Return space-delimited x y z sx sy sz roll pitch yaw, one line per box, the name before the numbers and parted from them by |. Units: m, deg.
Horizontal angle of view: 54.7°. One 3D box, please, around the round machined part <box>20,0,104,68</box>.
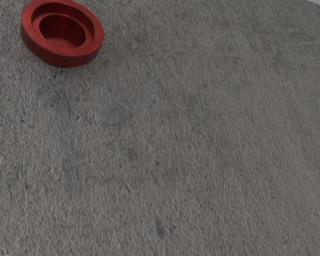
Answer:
round machined part | -0.126 -0.117 0.396 0.099 0.042 0.098 14 56 -21
